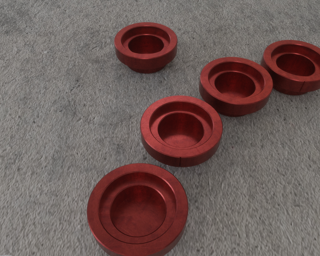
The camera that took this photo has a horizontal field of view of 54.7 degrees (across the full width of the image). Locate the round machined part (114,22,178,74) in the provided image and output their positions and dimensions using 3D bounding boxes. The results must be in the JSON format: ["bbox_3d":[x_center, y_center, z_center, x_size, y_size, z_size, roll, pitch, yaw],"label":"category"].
[{"bbox_3d":[-0.022,-0.125,0.497,0.099,0.042,0.098,0,50,0],"label":"round machined part"}]

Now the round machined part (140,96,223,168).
[{"bbox_3d":[0.026,0.008,0.385,0.099,0.042,0.098,0,50,0],"label":"round machined part"}]

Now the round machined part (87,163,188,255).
[{"bbox_3d":[-0.022,0.088,0.318,0.099,0.042,0.098,0,50,0],"label":"round machined part"}]

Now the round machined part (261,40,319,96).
[{"bbox_3d":[0.201,-0.087,0.466,0.099,0.042,0.098,0,50,0],"label":"round machined part"}]

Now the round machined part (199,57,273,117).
[{"bbox_3d":[0.104,-0.054,0.438,0.099,0.042,0.098,0,50,0],"label":"round machined part"}]
